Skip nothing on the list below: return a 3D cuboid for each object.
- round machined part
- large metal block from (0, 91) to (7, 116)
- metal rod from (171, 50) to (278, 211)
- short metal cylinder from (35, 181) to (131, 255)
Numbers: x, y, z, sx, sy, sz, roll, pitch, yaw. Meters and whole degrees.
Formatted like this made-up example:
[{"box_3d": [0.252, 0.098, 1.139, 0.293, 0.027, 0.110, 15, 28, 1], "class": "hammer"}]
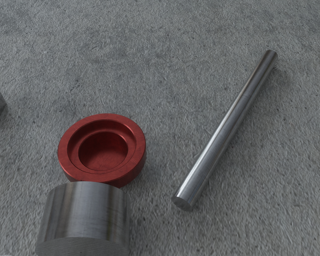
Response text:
[{"box_3d": [-0.065, 0.032, 0.364, 0.099, 0.042, 0.098, 0, 50, 0], "class": "round machined part"}, {"box_3d": [-0.263, -0.043, 0.401, 0.080, 0.080, 0.050, 1, 50, 1], "class": "large metal block"}, {"box_3d": [0.101, -0.017, 0.417, 0.025, 0.025, 0.301, 25, 54, 19], "class": "metal rod"}, {"box_3d": [-0.069, 0.092, 0.290, 0.081, 0.080, 0.050, -1, 50, -1], "class": "short metal cylinder"}]
